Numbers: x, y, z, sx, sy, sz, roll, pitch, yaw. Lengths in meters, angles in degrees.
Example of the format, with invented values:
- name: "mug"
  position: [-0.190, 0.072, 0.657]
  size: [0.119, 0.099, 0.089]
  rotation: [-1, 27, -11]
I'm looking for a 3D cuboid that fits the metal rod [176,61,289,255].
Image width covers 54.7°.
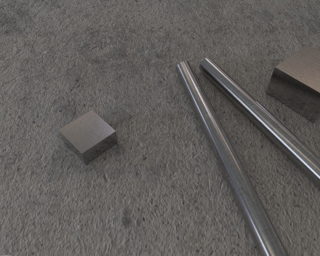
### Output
- name: "metal rod"
  position: [0.074, 0.017, 0.389]
  size: [0.025, 0.025, 0.300]
  rotation: [-11, 51, -9]

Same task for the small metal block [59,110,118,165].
- name: "small metal block"
  position: [-0.090, 0.011, 0.393]
  size: [0.050, 0.025, 0.050]
  rotation: [-36, 59, -26]

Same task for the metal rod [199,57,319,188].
- name: "metal rod"
  position: [0.147, -0.001, 0.404]
  size: [0.025, 0.025, 0.300]
  rotation: [-24, 54, -19]

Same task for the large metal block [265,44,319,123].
- name: "large metal block"
  position: [0.215, -0.065, 0.444]
  size: [0.080, 0.050, 0.080]
  rotation: [-34, 58, -25]
